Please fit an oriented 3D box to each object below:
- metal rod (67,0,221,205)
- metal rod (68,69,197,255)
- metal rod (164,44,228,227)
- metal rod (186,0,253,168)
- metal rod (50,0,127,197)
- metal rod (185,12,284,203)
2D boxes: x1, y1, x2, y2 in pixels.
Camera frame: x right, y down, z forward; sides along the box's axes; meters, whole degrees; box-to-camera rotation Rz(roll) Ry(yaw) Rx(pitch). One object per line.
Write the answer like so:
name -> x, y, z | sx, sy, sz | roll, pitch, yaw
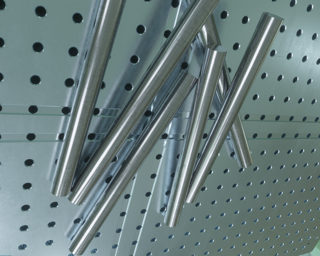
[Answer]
metal rod -> -0.028, -0.025, 0.362 | 0.025, 0.025, 0.299 | 22, 112, -36
metal rod -> -0.042, 0.054, 0.421 | 0.025, 0.025, 0.299 | 24, 105, -37
metal rod -> 0.042, 0.031, 0.436 | 0.025, 0.025, 0.298 | -7, 126, -25
metal rod -> 0.091, -0.047, 0.430 | 0.025, 0.025, 0.299 | -33, 129, -7
metal rod -> -0.075, -0.051, 0.337 | 0.025, 0.025, 0.298 | 7, 115, -32
metal rod -> 0.087, -0.006, 0.427 | 0.025, 0.025, 0.298 | -1, 127, -28
